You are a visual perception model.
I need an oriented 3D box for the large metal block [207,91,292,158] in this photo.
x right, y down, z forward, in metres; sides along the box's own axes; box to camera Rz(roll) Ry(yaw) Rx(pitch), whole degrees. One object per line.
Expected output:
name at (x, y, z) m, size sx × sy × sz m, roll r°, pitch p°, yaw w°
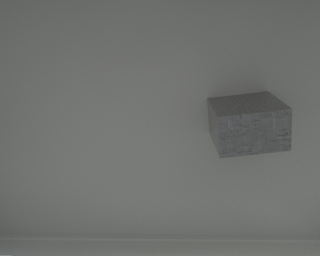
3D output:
large metal block at (0.105, -0.007, 0.380) m, size 0.080 × 0.080 × 0.050 m, roll -6°, pitch 110°, yaw 2°
